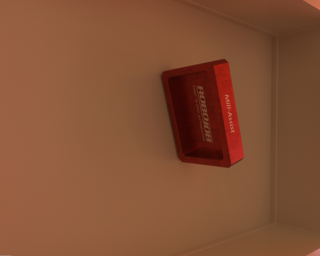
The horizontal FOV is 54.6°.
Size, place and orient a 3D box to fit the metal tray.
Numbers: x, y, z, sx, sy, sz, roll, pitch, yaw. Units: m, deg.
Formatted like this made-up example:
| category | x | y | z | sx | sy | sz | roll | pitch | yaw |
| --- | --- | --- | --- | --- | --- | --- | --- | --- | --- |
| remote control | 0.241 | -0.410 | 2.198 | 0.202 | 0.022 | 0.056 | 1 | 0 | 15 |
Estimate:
| category | x | y | z | sx | sy | sz | roll | pitch | yaw |
| --- | --- | --- | --- | --- | --- | --- | --- | --- | --- |
| metal tray | 0.054 | -0.017 | 0.405 | 0.030 | 0.090 | 0.129 | -21 | 104 | -39 |
